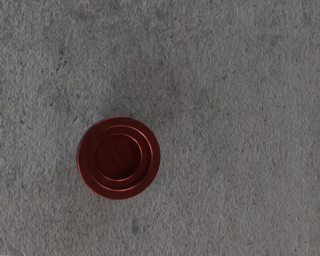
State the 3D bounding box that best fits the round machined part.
[{"bbox_3d":[-0.052,0.035,0.381,0.099,0.042,0.097,0,90,-20],"label":"round machined part"}]
